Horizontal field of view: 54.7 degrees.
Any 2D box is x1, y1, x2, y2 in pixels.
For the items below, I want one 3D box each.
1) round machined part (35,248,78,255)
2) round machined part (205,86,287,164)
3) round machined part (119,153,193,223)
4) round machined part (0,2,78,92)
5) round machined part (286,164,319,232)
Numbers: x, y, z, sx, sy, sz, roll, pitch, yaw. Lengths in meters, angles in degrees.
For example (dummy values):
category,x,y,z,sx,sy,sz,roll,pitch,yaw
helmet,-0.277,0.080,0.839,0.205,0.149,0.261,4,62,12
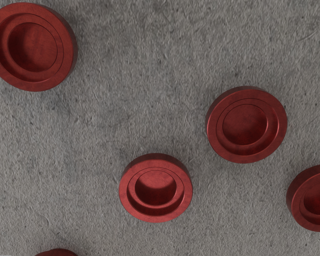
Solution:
category,x,y,z,sx,sy,sz,roll,pitch,yaw
round machined part,-0.160,0.229,0.484,0.099,0.042,0.097,0,110,0
round machined part,0.107,-0.007,0.399,0.099,0.042,0.097,0,110,0
round machined part,-0.006,0.078,0.429,0.099,0.042,0.097,0,110,0
round machined part,-0.146,-0.095,0.364,0.099,0.042,0.097,0,110,0
round machined part,0.227,0.094,0.437,0.099,0.042,0.097,0,110,0
